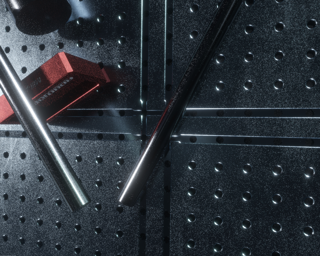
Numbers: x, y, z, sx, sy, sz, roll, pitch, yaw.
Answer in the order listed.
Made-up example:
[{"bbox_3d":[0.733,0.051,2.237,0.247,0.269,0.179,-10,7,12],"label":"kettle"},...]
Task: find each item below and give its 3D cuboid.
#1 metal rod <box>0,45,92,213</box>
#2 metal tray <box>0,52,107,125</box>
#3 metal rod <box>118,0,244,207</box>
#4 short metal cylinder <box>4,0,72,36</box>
[{"bbox_3d":[-0.169,-0.034,0.373,0.025,0.025,0.299,-37,79,16],"label":"metal rod"},{"bbox_3d":[-0.150,-0.049,0.429,0.130,0.090,0.030,-30,81,17],"label":"metal tray"},{"bbox_3d":[0.022,-0.029,0.403,0.025,0.025,0.298,31,100,17],"label":"metal rod"},{"bbox_3d":[-0.175,-0.179,0.444,0.080,0.080,0.050,-31,80,17],"label":"short metal cylinder"}]
